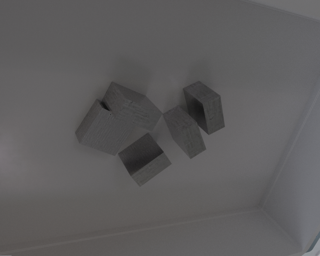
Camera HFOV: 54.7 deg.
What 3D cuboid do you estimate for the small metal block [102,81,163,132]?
[{"bbox_3d":[-0.033,-0.025,0.359,0.050,0.050,0.025,20,108,-36],"label":"small metal block"}]

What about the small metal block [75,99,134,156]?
[{"bbox_3d":[-0.065,0.000,0.373,0.050,0.025,0.050,26,104,-37],"label":"small metal block"}]

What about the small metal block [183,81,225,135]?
[{"bbox_3d":[0.058,-0.027,0.407,0.025,0.050,0.050,-26,128,-12],"label":"small metal block"}]

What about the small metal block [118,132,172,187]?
[{"bbox_3d":[-0.021,0.040,0.406,0.050,0.050,0.025,-35,129,-5],"label":"small metal block"}]

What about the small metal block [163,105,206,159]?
[{"bbox_3d":[0.032,0.005,0.413,0.025,0.050,0.050,-31,129,-8],"label":"small metal block"}]
